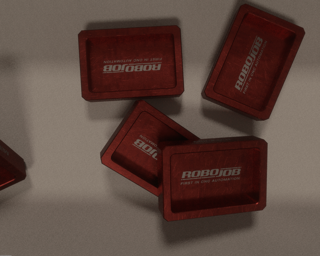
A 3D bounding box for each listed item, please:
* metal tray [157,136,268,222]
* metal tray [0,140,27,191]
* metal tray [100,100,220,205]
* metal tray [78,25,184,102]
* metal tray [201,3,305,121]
[{"bbox_3d":[0.064,0.059,0.379,0.131,0.030,0.089,-3,98,-12],"label":"metal tray"},{"bbox_3d":[-0.231,0.038,0.356,0.090,0.130,0.030,-26,54,-5],"label":"metal tray"},{"bbox_3d":[0.002,0.035,0.394,0.130,0.030,0.090,34,90,-14],"label":"metal tray"},{"bbox_3d":[-0.037,-0.083,0.408,0.131,0.030,0.089,-3,90,-1],"label":"metal tray"},{"bbox_3d":[0.121,-0.084,0.410,0.090,0.030,0.129,23,90,-1],"label":"metal tray"}]
